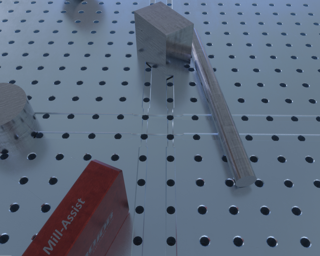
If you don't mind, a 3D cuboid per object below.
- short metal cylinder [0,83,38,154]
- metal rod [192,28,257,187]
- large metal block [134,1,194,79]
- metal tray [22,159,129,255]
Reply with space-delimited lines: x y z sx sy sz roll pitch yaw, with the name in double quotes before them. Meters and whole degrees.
"short metal cylinder" -0.206 -0.013 0.401 0.080 0.050 0.080 0 50 0
"metal rod" 0.077 -0.052 0.451 0.025 0.025 0.300 -6 50 -5
"large metal block" 0.005 -0.138 0.488 0.050 0.080 0.080 -30 56 -22
"metal tray" -0.074 0.104 0.277 0.030 0.090 0.130 20 53 16
